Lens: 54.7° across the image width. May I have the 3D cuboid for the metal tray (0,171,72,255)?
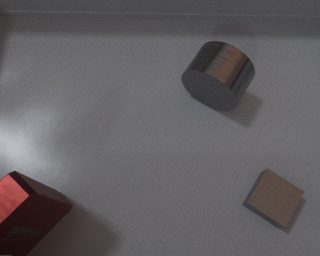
[{"bbox_3d":[-0.148,0.098,0.316,0.030,0.130,0.090,40,75,13],"label":"metal tray"}]

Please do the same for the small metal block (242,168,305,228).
[{"bbox_3d":[0.138,0.086,0.380,0.050,0.025,0.050,33,73,11],"label":"small metal block"}]

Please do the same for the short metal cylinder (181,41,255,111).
[{"bbox_3d":[0.076,-0.066,0.406,0.080,0.080,0.050,31,73,10],"label":"short metal cylinder"}]
